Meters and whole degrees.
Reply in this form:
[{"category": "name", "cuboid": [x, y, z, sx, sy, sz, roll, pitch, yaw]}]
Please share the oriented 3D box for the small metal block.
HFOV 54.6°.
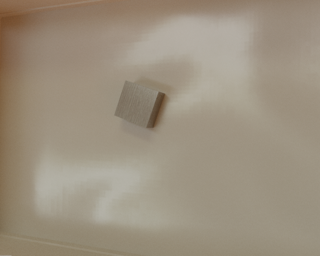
[{"category": "small metal block", "cuboid": [-0.028, -0.032, 0.421, 0.050, 0.025, 0.050, 21, 97, 18]}]
